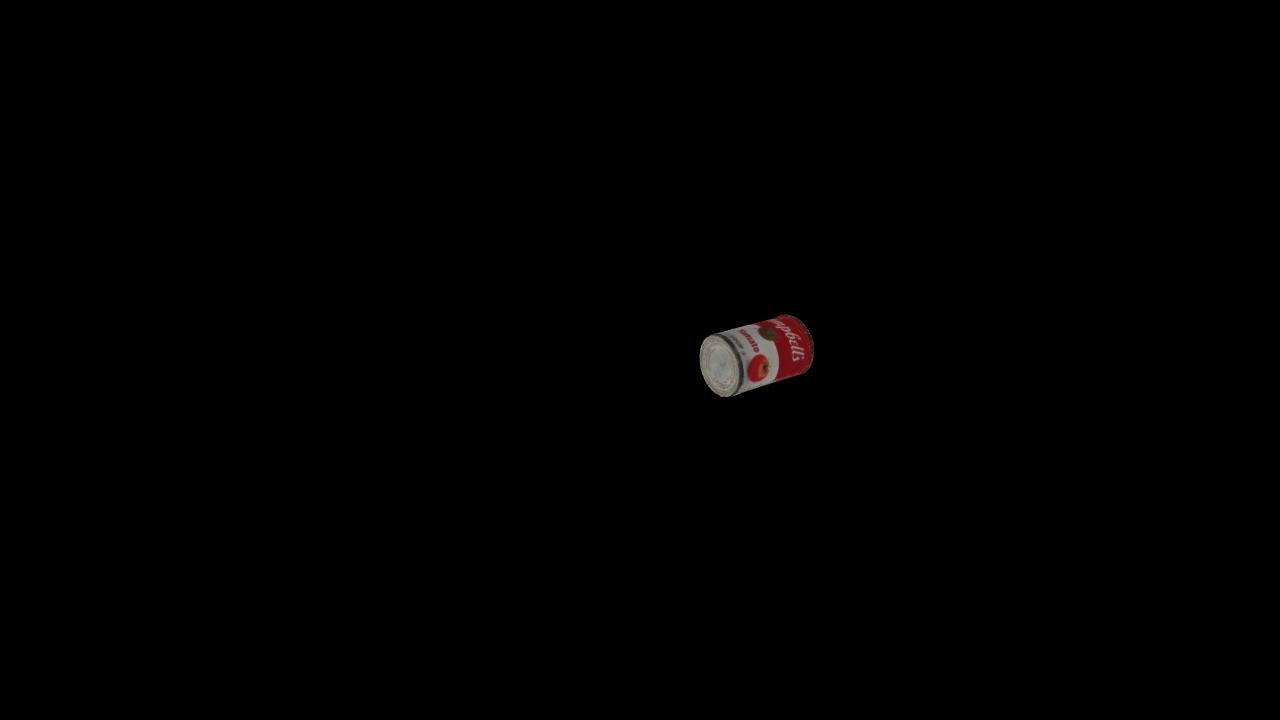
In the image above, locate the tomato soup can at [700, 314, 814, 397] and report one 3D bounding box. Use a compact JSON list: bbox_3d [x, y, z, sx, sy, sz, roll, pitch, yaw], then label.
[{"bbox_3d":[0.120,-0.005,0.642,0.101,0.068,0.068,-15,7,-27],"label":"tomato soup can"}]
